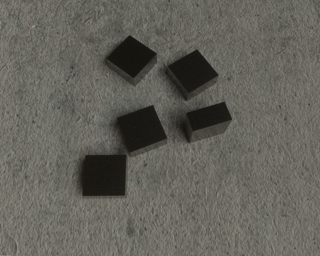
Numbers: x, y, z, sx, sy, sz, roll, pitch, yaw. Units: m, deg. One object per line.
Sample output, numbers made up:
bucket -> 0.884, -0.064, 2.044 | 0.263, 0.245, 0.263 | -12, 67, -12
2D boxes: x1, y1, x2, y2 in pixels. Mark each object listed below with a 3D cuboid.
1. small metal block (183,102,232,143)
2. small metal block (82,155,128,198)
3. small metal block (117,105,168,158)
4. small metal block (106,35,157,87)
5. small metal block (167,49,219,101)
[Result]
small metal block -> 0.059, -0.006, 0.397 | 0.050, 0.050, 0.025 | -17, 71, -6
small metal block -> -0.066, 0.061, 0.385 | 0.050, 0.025, 0.050 | 0, 70, 0
small metal block -> -0.023, 0.004, 0.406 | 0.050, 0.025, 0.050 | -21, 71, -8
small metal block -> -0.039, -0.096, 0.443 | 0.050, 0.025, 0.050 | 37, 74, 12
small metal block -> 0.045, -0.074, 0.435 | 0.050, 0.025, 0.050 | -32, 73, -11
